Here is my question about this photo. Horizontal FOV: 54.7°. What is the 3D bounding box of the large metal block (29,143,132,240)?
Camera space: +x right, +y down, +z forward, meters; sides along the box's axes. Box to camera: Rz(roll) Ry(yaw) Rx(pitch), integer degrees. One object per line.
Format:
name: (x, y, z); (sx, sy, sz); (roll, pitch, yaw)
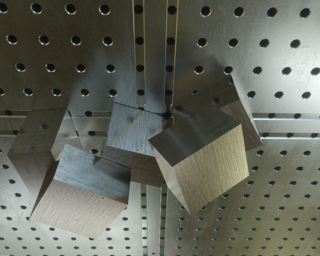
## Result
large metal block: (-0.089, 0.074, 0.351); (0.080, 0.050, 0.080); (25, 125, -20)

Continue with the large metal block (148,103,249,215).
large metal block: (0.044, 0.033, 0.334); (0.080, 0.050, 0.080); (-31, 130, -13)

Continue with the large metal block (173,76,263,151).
large metal block: (0.072, -0.006, 0.391); (0.080, 0.050, 0.080); (-24, 127, 18)

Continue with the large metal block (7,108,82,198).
large metal block: (-0.142, 0.032, 0.400); (0.050, 0.080, 0.080); (-5, 130, 4)

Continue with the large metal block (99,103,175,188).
large metal block: (-0.029, 0.021, 0.392); (0.081, 0.080, 0.050); (15, 129, -13)
